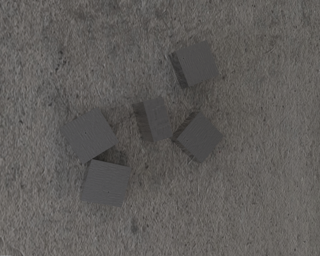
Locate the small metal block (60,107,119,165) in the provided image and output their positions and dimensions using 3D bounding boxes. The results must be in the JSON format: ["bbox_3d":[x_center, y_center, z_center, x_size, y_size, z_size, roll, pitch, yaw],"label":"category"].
[{"bbox_3d":[-0.086,0.009,0.377,0.050,0.025,0.050,-32,101,-17],"label":"small metal block"}]

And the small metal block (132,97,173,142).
[{"bbox_3d":[-0.011,-0.011,0.392,0.025,0.050,0.050,-17,96,-19],"label":"small metal block"}]

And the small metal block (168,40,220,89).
[{"bbox_3d":[0.047,-0.087,0.426,0.050,0.025,0.050,-24,98,-18],"label":"small metal block"}]

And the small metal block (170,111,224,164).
[{"bbox_3d":[0.051,0.013,0.428,0.050,0.025,0.050,44,76,-15],"label":"small metal block"}]

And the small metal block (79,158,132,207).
[{"bbox_3d":[-0.068,0.067,0.384,0.050,0.025,0.050,15,85,-20],"label":"small metal block"}]
